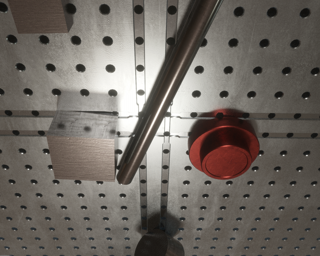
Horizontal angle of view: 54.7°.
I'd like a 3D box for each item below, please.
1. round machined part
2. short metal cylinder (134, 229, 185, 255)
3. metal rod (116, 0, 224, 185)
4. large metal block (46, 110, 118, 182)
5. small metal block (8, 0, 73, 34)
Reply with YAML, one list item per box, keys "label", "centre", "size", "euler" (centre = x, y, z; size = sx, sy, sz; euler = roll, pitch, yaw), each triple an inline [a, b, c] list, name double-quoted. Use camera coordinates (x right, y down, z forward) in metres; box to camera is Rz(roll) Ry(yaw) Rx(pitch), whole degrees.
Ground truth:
- label: "round machined part"
  centre: [0.090, 0.035, 0.432]
  size: [0.099, 0.042, 0.097]
  euler: [-1, 130, 0]
- label: "short metal cylinder"
  centre: [-0.001, 0.237, 0.578]
  size: [0.080, 0.080, 0.050]
  euler: [-32, 124, 24]
- label: "metal rod"
  centre: [-0.001, -0.029, 0.387]
  size: [0.025, 0.025, 0.298]
  euler: [16, 128, -14]
- label: "large metal block"
  centre: [-0.099, 0.025, 0.415]
  size: [0.081, 0.050, 0.079]
  euler: [4, 130, -4]
- label: "small metal block"
  centre: [-0.118, -0.122, 0.306]
  size: [0.050, 0.025, 0.050]
  euler: [-1, 130, 0]
